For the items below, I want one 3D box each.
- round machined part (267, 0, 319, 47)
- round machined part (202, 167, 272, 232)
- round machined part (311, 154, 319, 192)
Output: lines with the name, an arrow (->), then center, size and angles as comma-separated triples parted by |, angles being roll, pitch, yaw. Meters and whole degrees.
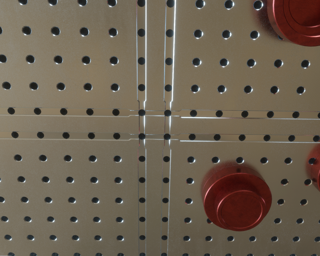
round machined part -> 0.171, -0.145, 0.353 | 0.099, 0.042, 0.097 | 0, 110, -1
round machined part -> 0.113, 0.108, 0.446 | 0.099, 0.042, 0.097 | 0, 110, -1
round machined part -> 0.271, 0.067, 0.433 | 0.099, 0.042, 0.097 | 0, 110, -1
